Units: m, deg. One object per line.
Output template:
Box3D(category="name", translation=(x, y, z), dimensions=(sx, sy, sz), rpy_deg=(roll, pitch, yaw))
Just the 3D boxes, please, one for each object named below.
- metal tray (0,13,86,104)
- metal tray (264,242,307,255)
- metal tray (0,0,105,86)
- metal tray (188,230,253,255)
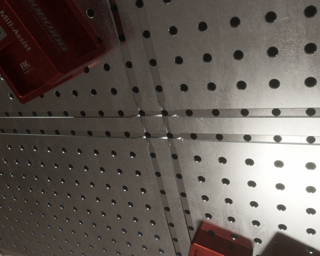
Box3D(category="metal tray", translation=(-0.177, -0.095, 0.439), dimensions=(0.130, 0.030, 0.090), rpy_deg=(-18, 109, 34))
Box3D(category="metal tray", translation=(0.185, 0.234, 0.455), dimensions=(0.090, 0.030, 0.129), rpy_deg=(24, 127, 13))
Box3D(category="metal tray", translation=(-0.133, -0.124, 0.360), dimensions=(0.030, 0.090, 0.130), rpy_deg=(-25, 105, 37))
Box3D(category="metal tray", translation=(0.089, 0.232, 0.503), dimensions=(0.090, 0.030, 0.129), rpy_deg=(17, 125, 17))
